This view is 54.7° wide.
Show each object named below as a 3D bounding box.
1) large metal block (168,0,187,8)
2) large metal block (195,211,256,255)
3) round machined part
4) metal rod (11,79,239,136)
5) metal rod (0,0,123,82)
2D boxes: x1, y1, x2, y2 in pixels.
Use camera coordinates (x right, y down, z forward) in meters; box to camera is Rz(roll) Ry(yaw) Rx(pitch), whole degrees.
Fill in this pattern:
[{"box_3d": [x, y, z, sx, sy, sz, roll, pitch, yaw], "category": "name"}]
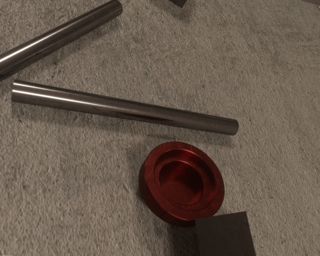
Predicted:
[{"box_3d": [0.027, -0.285, 0.578, 0.080, 0.050, 0.080, 27, 52, -12], "category": "large metal block"}, {"box_3d": [0.074, 0.137, 0.318, 0.050, 0.080, 0.080, -13, 61, 12], "category": "large metal block"}, {"box_3d": [0.021, 0.068, 0.360, 0.099, 0.042, 0.098, 14, 50, -17], "category": "round machined part"}, {"box_3d": [-0.026, -0.021, 0.403, 0.302, 0.025, 0.025, 8, 58, -24], "category": "metal rod"}, {"box_3d": [-0.147, -0.103, 0.387, 0.025, 0.025, 0.301, 42, 51, 0], "category": "metal rod"}]
